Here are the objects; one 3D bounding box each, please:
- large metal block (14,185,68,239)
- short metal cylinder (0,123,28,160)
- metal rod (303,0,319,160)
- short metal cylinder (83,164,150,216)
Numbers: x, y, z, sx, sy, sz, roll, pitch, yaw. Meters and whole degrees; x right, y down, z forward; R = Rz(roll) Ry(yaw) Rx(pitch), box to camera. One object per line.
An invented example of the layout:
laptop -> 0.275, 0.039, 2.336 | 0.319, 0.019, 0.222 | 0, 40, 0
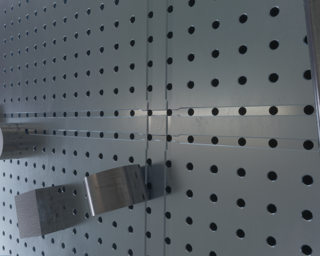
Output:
large metal block -> -0.223, 0.157, 0.578 | 0.080, 0.050, 0.080 | -21, 77, 38
short metal cylinder -> -0.329, 0.028, 0.665 | 0.080, 0.050, 0.079 | 0, 90, 40
metal rod -> 0.155, -0.004, 0.280 | 0.025, 0.025, 0.298 | -7, 85, 40
short metal cylinder -> -0.060, 0.085, 0.423 | 0.080, 0.081, 0.050 | -25, 74, 37
